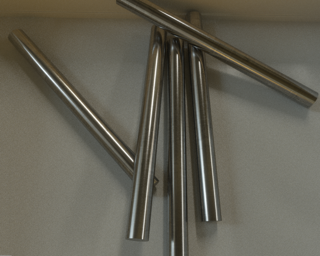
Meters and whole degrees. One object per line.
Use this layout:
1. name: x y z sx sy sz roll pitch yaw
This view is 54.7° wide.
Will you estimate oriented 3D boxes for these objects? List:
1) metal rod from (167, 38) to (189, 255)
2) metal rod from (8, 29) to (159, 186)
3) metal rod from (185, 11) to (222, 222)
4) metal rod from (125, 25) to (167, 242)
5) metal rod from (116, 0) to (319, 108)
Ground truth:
1. metal rod: 0.022 0.015 0.404 0.025 0.025 0.299 1 70 0
2. metal rod: -0.111 -0.031 0.419 0.025 0.025 0.300 -40 75 -14
3. metal rod: 0.056 -0.029 0.420 0.025 0.025 0.299 -2 70 -1
4. metal rod: -0.013 -0.014 0.396 0.025 0.025 0.299 4 63 1
5. metal rod: 0.078 -0.110 0.427 0.301 0.025 0.025 29 72 0
